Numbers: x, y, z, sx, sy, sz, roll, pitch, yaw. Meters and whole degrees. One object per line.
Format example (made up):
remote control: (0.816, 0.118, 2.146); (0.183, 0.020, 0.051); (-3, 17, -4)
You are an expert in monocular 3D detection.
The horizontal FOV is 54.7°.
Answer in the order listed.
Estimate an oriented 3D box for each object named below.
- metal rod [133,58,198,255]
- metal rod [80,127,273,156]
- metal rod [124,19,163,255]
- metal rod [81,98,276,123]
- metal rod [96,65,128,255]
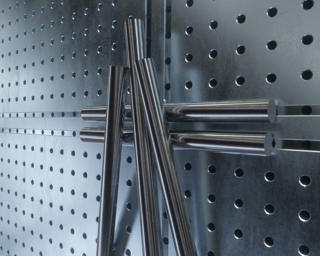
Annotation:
metal rod: (0.012, 0.065, 0.373); (0.025, 0.025, 0.298); (-14, 89, 39)
metal rod: (-0.005, 0.014, 0.412); (0.300, 0.025, 0.025); (1, 91, 39)
metal rod: (-0.021, 0.011, 0.393); (0.025, 0.025, 0.298); (-8, 85, 39)
metal rod: (-0.002, -0.020, 0.410); (0.300, 0.025, 0.025); (1, 91, 39)
metal rod: (-0.070, 0.062, 0.441); (0.025, 0.025, 0.298); (18, 108, 38)
